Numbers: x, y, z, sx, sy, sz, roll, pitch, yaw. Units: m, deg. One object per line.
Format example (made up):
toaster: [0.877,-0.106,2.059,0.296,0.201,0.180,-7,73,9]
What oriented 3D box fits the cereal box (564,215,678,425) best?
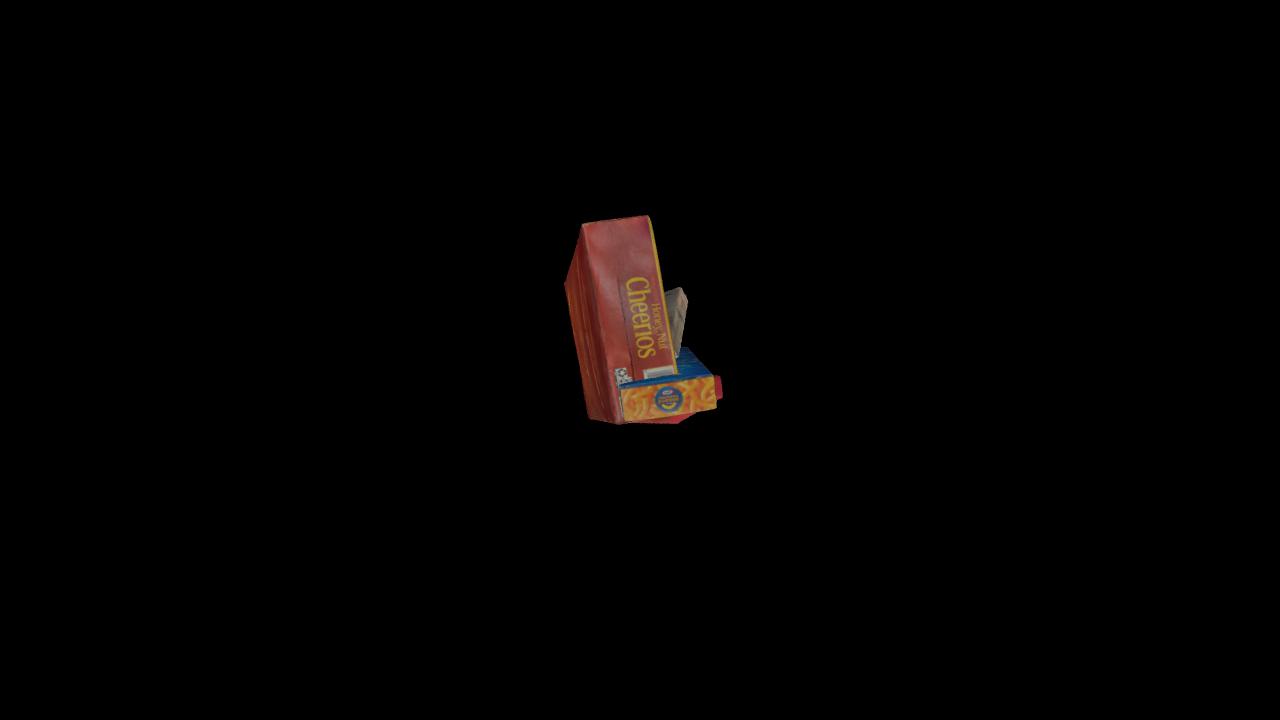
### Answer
cereal box: [-0.032,-0.030,0.741,0.081,0.203,0.306,-10,-3,-10]

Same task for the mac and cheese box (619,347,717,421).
mac and cheese box: [0.022,0.021,0.670,0.093,0.041,0.184,-7,10,-2]

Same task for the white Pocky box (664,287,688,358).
white Pocky box: [0.010,-0.035,0.732,0.084,0.028,0.154,-21,23,19]

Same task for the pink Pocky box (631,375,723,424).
pink Pocky box: [0.034,0.051,0.760,0.084,0.029,0.155,2,-18,-17]
